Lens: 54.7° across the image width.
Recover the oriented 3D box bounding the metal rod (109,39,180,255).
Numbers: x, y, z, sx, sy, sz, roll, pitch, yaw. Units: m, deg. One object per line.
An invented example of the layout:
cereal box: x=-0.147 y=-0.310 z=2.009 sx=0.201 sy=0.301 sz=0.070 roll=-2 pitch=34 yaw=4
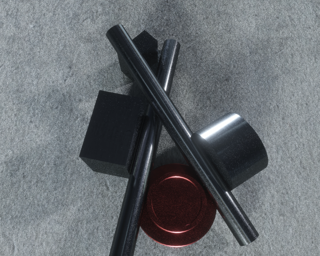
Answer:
metal rod: x=-0.012 y=0.009 z=0.390 sx=0.025 sy=0.025 sz=0.300 roll=11 pitch=64 yaw=4

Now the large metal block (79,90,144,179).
large metal block: x=-0.053 y=0.011 z=0.375 sx=0.050 sy=0.080 sz=0.080 roll=11 pitch=70 yaw=4

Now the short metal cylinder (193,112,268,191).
short metal cylinder: x=0.082 y=0.028 z=0.371 sx=0.050 sy=0.080 sz=0.080 roll=-31 pitch=73 yaw=-11

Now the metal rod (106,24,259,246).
metal rod: x=0.022 y=0.002 z=0.372 sx=0.025 sy=0.025 sz=0.299 roll=-31 pitch=82 yaw=-11

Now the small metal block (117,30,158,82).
small metal block: x=-0.030 y=-0.099 z=0.432 sx=0.050 sy=0.050 sz=0.025 roll=-43 pitch=76 yaw=-14

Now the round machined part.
round machined part: x=0.019 y=0.090 z=0.368 sx=0.099 sy=0.042 sz=0.098 roll=0 pitch=70 yaw=-1
